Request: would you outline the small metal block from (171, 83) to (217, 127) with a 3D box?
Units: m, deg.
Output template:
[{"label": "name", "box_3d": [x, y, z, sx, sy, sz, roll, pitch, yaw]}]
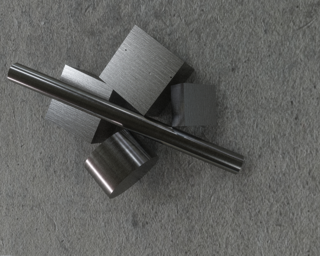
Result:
[{"label": "small metal block", "box_3d": [0.042, -0.027, 0.380, 0.025, 0.050, 0.050, -2, 89, 56]}]

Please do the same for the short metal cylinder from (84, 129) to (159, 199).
[{"label": "short metal cylinder", "box_3d": [-0.048, 0.045, 0.397, 0.080, 0.080, 0.050, -46, 76, 14]}]

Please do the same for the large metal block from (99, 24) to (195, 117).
[{"label": "large metal block", "box_3d": [-0.016, -0.071, 0.400, 0.080, 0.050, 0.080, 41, 103, 15]}]

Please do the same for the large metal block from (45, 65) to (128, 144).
[{"label": "large metal block", "box_3d": [-0.100, -0.032, 0.432, 0.080, 0.050, 0.080, 26, 99, 18]}]

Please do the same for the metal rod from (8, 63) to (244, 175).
[{"label": "metal rod", "box_3d": [-0.043, -0.012, 0.381, 0.301, 0.025, 0.025, 22, 98, 2]}]
